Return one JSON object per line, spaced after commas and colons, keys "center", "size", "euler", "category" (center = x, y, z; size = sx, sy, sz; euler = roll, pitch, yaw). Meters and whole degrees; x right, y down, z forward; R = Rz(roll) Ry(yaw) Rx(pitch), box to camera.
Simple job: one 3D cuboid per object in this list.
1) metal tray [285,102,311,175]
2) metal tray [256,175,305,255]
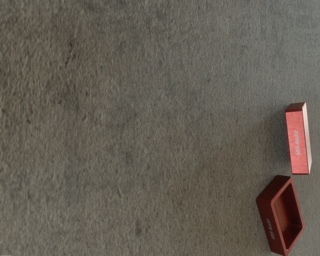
{"center": [0.279, 0.019, 0.620], "size": [0.091, 0.030, 0.129], "euler": [-24, 106, -59], "category": "metal tray"}
{"center": [0.238, 0.169, 0.605], "size": [0.091, 0.030, 0.129], "euler": [-33, 111, -35], "category": "metal tray"}
